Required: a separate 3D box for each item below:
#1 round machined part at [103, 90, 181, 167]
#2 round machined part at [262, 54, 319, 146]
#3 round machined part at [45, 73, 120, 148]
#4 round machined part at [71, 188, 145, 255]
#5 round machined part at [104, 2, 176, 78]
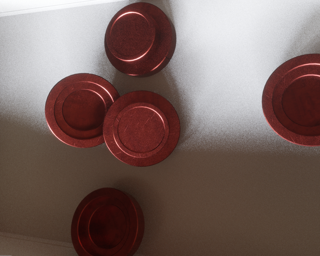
[{"bbox_3d":[-0.023,0.001,0.392,0.099,0.042,0.097,0,93,-2],"label":"round machined part"},{"bbox_3d":[0.165,-0.029,0.343,0.098,0.042,0.097,0,90,19],"label":"round machined part"},{"bbox_3d":[-0.103,-0.025,0.419,0.099,0.042,0.097,-3,99,-19],"label":"round machined part"},{"bbox_3d":[-0.065,0.132,0.413,0.098,0.042,0.098,-7,69,20],"label":"round machined part"},{"bbox_3d":[-0.031,-0.119,0.412,0.098,0.042,0.097,0,90,19],"label":"round machined part"}]
